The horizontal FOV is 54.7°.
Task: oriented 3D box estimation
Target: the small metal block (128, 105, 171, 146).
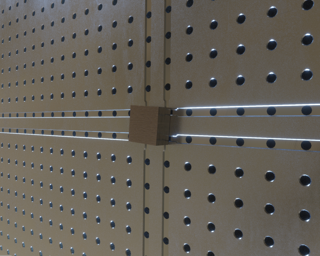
[{"bbox_3d":[-0.015,-0.004,0.419,0.050,0.025,0.050,7,94,39],"label":"small metal block"}]
